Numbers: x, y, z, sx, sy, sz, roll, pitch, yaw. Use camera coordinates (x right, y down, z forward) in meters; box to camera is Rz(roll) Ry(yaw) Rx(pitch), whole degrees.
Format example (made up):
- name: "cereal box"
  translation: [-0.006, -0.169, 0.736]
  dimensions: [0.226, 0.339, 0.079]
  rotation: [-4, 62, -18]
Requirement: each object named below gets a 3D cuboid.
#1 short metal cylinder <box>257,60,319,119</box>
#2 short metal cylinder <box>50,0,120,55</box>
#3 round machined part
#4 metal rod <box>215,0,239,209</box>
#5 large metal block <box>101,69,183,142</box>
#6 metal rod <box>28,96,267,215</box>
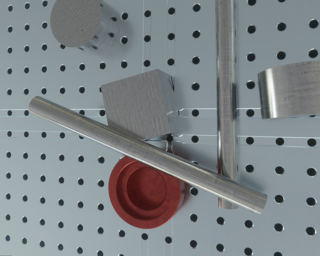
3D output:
- name: "short metal cylinder"
  translation: [0.148, -0.038, 0.331]
  dimensions: [0.080, 0.080, 0.050]
  rotation: [-6, 88, 20]
- name: "short metal cylinder"
  translation: [-0.105, -0.147, 0.436]
  dimensions: [0.080, 0.050, 0.080]
  rotation: [0, 90, 20]
- name: "round machined part"
  translation: [-0.014, 0.078, 0.409]
  dimensions: [0.098, 0.042, 0.097]
  rotation: [0, 90, 19]
- name: "metal rod"
  translation: [0.082, -0.052, 0.383]
  dimensions: [0.025, 0.025, 0.298]
  rotation: [-1, 90, 20]
- name: "large metal block"
  translation: [-0.023, -0.025, 0.407]
  dimensions: [0.080, 0.050, 0.080]
  rotation: [-13, 86, 19]
- name: "metal rod"
  translation: [-0.022, 0.028, 0.370]
  dimensions: [0.301, 0.025, 0.025]
  rotation: [23, 98, 9]
